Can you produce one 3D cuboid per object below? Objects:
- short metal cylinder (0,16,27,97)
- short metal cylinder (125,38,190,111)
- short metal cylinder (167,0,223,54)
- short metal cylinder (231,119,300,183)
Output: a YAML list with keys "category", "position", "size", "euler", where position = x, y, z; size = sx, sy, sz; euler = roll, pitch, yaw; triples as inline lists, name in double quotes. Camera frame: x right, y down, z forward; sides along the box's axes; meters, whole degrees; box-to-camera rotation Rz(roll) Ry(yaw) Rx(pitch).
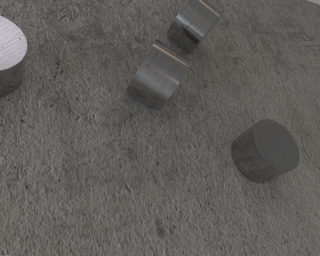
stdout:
- category: "short metal cylinder"
  position: [-0.189, -0.078, 0.333]
  size: [0.081, 0.050, 0.080]
  euler: [14, 56, -21]
- category: "short metal cylinder"
  position: [-0.004, -0.070, 0.409]
  size: [0.050, 0.080, 0.080]
  euler: [31, 52, -9]
- category: "short metal cylinder"
  position: [0.056, -0.168, 0.501]
  size: [0.050, 0.080, 0.080]
  euler: [39, 51, -2]
- category: "short metal cylinder"
  position: [0.152, 0.034, 0.448]
  size: [0.081, 0.050, 0.080]
  euler: [14, 56, -21]
